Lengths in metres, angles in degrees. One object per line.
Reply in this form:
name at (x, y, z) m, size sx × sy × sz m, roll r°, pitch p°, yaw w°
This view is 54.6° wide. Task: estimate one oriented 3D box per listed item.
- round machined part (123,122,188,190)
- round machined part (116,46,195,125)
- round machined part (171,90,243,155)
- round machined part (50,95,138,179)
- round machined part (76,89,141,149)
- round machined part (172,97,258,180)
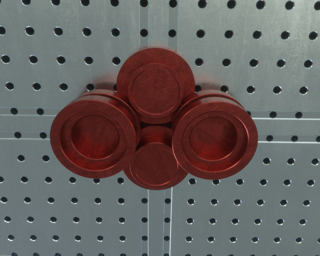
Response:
round machined part at (-0.005, 0.043, 0.419) m, size 0.099 × 0.042 × 0.097 m, roll 0°, pitch 110°, yaw 0°
round machined part at (-0.005, -0.050, 0.386) m, size 0.099 × 0.042 × 0.097 m, roll 0°, pitch 110°, yaw 0°
round machined part at (0.063, -0.003, 0.403) m, size 0.099 × 0.042 × 0.097 m, roll 0°, pitch 110°, yaw 0°
round machined part at (-0.076, 0.008, 0.372) m, size 0.099 × 0.042 × 0.097 m, roll 0°, pitch 110°, yaw 0°
round machined part at (-0.073, -0.003, 0.402) m, size 0.099 × 0.042 × 0.097 m, roll 0°, pitch 110°, yaw 0°
round machined part at (0.063, 0.010, 0.373) m, size 0.099 × 0.042 × 0.097 m, roll 0°, pitch 110°, yaw 0°
